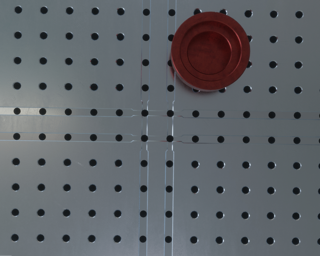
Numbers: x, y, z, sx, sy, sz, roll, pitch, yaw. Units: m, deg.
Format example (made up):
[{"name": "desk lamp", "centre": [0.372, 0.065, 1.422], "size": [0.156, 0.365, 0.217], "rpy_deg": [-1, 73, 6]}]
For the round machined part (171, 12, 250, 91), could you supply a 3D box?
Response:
[{"name": "round machined part", "centre": [0.063, -0.096, 0.405], "size": [0.099, 0.042, 0.097], "rpy_deg": [0, 90, 0]}]
